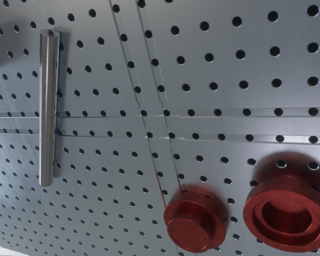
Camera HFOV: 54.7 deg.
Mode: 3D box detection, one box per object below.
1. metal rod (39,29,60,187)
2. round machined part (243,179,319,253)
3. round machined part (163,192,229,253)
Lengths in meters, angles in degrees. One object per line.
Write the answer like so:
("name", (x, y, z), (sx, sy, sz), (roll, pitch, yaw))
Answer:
("metal rod", (-0.181, -0.012, 0.499), (0.025, 0.025, 0.298), (26, 128, 12))
("round machined part", (0.156, 0.102, 0.381), (0.098, 0.042, 0.097), (13, 124, 21))
("round machined part", (0.050, 0.148, 0.466), (0.098, 0.042, 0.097), (13, 124, 21))
